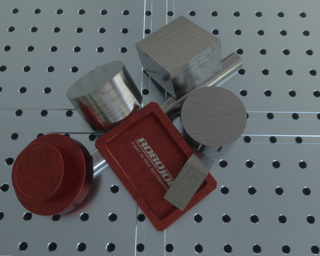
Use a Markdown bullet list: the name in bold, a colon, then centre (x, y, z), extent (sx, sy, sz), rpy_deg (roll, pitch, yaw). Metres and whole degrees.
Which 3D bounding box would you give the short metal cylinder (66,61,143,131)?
- **short metal cylinder**: centre (-0.069, -0.042, 0.391), extent (0.080, 0.050, 0.080), rpy_deg (-21, 31, 14)

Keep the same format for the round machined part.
- **round machined part**: centre (-0.133, 0.054, 0.368), extent (0.098, 0.042, 0.098), rpy_deg (-4, 75, 15)

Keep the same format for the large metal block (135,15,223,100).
- **large metal block**: centre (0.026, -0.098, 0.422), extent (0.080, 0.050, 0.080), rpy_deg (-35, 54, -12)

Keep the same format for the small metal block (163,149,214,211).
- **small metal block**: centre (0.033, 0.057, 0.347), extent (0.025, 0.050, 0.050), rpy_deg (33, 109, 9)

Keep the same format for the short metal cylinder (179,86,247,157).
- **short metal cylinder**: centre (0.066, -0.007, 0.401), extent (0.081, 0.050, 0.080), rpy_deg (0, 70, 0)

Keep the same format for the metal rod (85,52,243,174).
- **metal rod**: centre (-0.008, -0.012, 0.418), extent (0.301, 0.025, 0.025), rpy_deg (-36, 74, -12)

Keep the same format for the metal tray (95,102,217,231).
- **metal tray**: centre (-0.005, 0.045, 0.377), extent (0.090, 0.030, 0.130), rpy_deg (-36, 87, -12)
